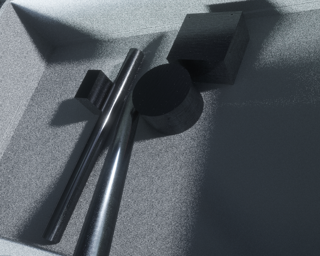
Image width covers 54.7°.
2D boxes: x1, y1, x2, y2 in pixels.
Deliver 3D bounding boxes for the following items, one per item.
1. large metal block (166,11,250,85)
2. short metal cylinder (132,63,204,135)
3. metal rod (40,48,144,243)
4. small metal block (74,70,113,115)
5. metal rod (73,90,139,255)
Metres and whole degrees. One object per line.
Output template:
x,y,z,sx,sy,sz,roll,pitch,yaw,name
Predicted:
0.067,-0.108,0.420,0.080,0.050,0.080,10,67,32,large metal block
0.011,-0.037,0.406,0.080,0.050,0.080,-13,56,20,short metal cylinder
-0.088,0.010,0.443,0.025,0.025,0.300,8,65,31,metal rod
-0.095,-0.053,0.470,0.025,0.050,0.050,7,65,31,small metal block
-0.044,0.032,0.324,0.025,0.025,0.300,-21,27,15,metal rod
